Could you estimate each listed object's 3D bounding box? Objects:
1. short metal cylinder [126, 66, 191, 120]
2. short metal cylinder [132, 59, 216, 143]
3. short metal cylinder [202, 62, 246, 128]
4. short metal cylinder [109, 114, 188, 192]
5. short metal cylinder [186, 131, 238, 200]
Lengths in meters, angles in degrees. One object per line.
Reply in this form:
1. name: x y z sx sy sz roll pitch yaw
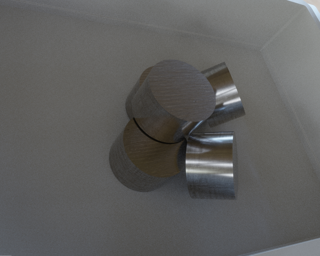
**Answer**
1. short metal cylinder: 0.001 -0.035 0.411 0.081 0.050 0.080 14 56 -21
2. short metal cylinder: 0.015 -0.030 0.349 0.081 0.050 0.080 14 56 -21
3. short metal cylinder: 0.081 -0.046 0.435 0.080 0.050 0.080 -22 90 -78
4. short metal cylinder: -0.013 0.029 0.365 0.081 0.050 0.080 14 56 -21
5. short metal cylinder: 0.064 0.044 0.369 0.050 0.080 0.080 -2 53 17
